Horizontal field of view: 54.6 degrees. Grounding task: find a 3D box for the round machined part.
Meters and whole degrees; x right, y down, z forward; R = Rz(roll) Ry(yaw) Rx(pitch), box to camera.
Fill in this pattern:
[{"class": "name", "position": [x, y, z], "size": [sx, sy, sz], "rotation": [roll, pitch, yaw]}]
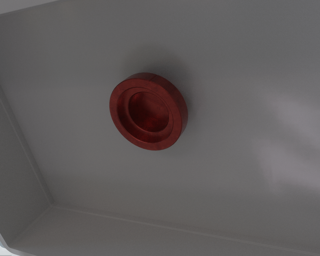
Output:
[{"class": "round machined part", "position": [-0.010, -0.024, 0.389], "size": [0.098, 0.042, 0.097], "rotation": [13, 124, 21]}]
